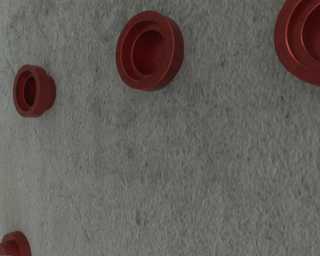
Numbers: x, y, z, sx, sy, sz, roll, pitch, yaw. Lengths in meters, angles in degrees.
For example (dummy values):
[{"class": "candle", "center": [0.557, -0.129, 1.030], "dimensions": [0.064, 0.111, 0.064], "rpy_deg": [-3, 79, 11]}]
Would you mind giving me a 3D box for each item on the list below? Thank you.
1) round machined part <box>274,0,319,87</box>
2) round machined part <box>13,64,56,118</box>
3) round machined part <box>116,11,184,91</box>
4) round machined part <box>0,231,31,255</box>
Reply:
[{"class": "round machined part", "center": [0.155, -0.083, 0.266], "dimensions": [0.098, 0.042, 0.097], "rpy_deg": [0, 90, 39]}, {"class": "round machined part", "center": [-0.233, -0.068, 0.582], "dimensions": [0.098, 0.042, 0.097], "rpy_deg": [0, 90, 39]}, {"class": "round machined part", "center": [-0.008, -0.096, 0.399], "dimensions": [0.098, 0.042, 0.097], "rpy_deg": [0, 90, 39]}, {"class": "round machined part", "center": [-0.313, 0.270, 0.648], "dimensions": [0.098, 0.042, 0.097], "rpy_deg": [0, 90, 39]}]
